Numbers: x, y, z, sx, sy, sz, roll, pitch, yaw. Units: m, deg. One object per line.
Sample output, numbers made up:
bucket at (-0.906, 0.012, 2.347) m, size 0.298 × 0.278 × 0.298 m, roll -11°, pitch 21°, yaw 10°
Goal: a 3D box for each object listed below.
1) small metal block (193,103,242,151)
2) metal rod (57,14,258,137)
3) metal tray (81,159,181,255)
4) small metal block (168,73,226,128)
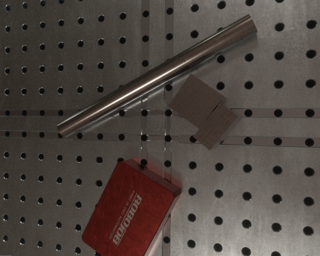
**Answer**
small metal block at (0.071, -0.002, 0.374) m, size 0.025 × 0.050 × 0.050 m, roll 41°, pitch 103°, yaw 15°
metal rod at (-0.016, -0.062, 0.417) m, size 0.300 × 0.025 × 0.025 m, roll -27°, pitch 82°, yaw 17°
metal tray at (-0.041, 0.120, 0.423) m, size 0.090 × 0.030 × 0.129 m, roll 29°, pitch 99°, yaw 17°
small metal block at (0.048, -0.033, 0.395) m, size 0.050 × 0.025 × 0.050 m, roll 38°, pitch 102°, yaw 15°
